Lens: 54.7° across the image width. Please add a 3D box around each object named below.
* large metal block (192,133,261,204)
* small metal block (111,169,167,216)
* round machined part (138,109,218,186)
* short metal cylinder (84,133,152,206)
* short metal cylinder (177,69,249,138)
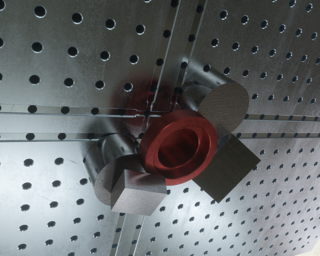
[{"bbox_3d":[0.086,0.050,0.445,0.050,0.080,0.080,43,95,-5],"label":"large metal block"},{"bbox_3d":[-0.026,0.077,0.364,0.050,0.025,0.050,13,132,-21],"label":"small metal block"},{"bbox_3d":[0.019,0.020,0.385,0.099,0.042,0.097,-14,124,-21],"label":"round machined part"},{"bbox_3d":[-0.051,0.054,0.400,0.081,0.050,0.079,-14,124,-21],"label":"short metal cylinder"},{"bbox_3d":[0.070,-0.032,0.413,0.081,0.050,0.079,-14,124,-21],"label":"short metal cylinder"}]
